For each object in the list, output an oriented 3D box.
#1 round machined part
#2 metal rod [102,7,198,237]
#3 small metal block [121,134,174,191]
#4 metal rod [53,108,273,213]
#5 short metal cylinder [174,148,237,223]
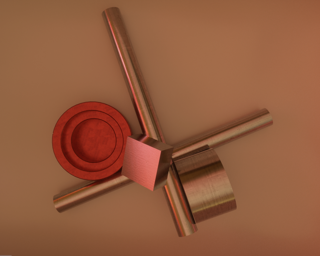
[{"bbox_3d":[-0.084,0.016,0.401,0.099,0.042,0.097,0,90,-1],"label":"round machined part"},{"bbox_3d":[-0.015,-0.013,0.392,0.025,0.025,0.299,-19,83,0],"label":"metal rod"},{"bbox_3d":[-0.016,0.039,0.369,0.050,0.025,0.050,21,109,32],"label":"small metal block"},{"bbox_3d":[0.005,0.043,0.410,0.301,0.025,0.025,-23,90,-1],"label":"metal rod"},{"bbox_3d":[0.054,0.071,0.383,0.050,0.080,0.080,-20,90,0],"label":"short metal cylinder"}]
